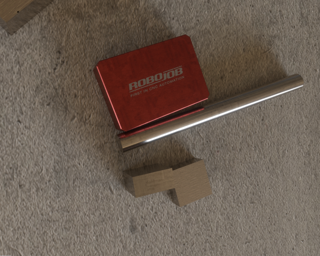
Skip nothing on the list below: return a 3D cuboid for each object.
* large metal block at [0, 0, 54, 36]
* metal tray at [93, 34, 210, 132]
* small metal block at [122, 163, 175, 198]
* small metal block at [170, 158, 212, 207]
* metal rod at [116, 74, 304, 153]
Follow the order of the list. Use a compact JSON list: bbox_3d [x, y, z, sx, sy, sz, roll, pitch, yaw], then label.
[{"bbox_3d":[-0.164,-0.163,0.335,0.080,0.050,0.080,46,76,-15],"label":"large metal block"},{"bbox_3d":[-0.009,-0.059,0.404,0.131,0.030,0.090,-23,98,-19],"label":"metal tray"},{"bbox_3d":[-0.015,0.065,0.391,0.050,0.050,0.025,-10,94,-20],"label":"small metal block"},{"bbox_3d":[0.038,0.073,0.425,0.050,0.025,0.050,-17,96,-20],"label":"small metal block"},{"bbox_3d":[0.083,-0.027,0.441,0.302,0.025,0.025,-19,97,-19],"label":"metal rod"}]
